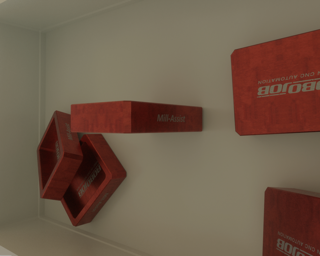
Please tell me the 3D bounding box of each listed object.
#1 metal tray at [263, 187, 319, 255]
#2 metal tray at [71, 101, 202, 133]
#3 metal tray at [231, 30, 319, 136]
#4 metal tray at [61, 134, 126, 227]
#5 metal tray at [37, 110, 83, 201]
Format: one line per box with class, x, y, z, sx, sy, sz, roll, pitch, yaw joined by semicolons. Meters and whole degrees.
metal tray;0.126;0.098;0.242;0.130;0.030;0.089;152;123;-80
metal tray;-0.022;-0.010;0.355;0.090;0.131;0.030;0;91;40
metal tray;0.135;-0.040;0.291;0.130;0.030;0.089;-5;87;39
metal tray;-0.117;0.083;0.496;0.090;0.030;0.129;52;120;27
metal tray;-0.166;0.041;0.503;0.089;0.030;0.130;-58;35;19
